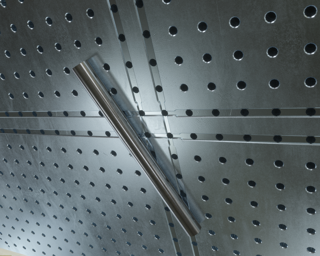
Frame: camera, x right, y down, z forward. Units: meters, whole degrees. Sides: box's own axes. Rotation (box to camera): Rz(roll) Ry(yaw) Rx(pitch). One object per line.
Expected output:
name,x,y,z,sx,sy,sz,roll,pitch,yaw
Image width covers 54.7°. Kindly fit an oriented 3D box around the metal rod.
metal rod,-0.027,0.037,0.446,0.025,0.025,0.299,-24,106,36
